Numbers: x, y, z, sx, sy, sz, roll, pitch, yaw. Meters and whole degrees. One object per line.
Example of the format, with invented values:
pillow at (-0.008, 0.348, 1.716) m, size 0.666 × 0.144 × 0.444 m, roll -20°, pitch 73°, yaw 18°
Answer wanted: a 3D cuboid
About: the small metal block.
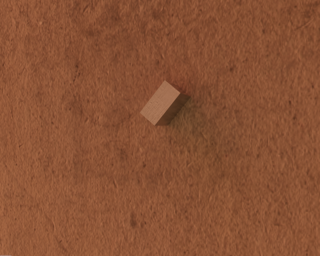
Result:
small metal block at (0.008, -0.030, 0.392) m, size 0.025 × 0.050 × 0.050 m, roll 42°, pitch 103°, yaw 15°
